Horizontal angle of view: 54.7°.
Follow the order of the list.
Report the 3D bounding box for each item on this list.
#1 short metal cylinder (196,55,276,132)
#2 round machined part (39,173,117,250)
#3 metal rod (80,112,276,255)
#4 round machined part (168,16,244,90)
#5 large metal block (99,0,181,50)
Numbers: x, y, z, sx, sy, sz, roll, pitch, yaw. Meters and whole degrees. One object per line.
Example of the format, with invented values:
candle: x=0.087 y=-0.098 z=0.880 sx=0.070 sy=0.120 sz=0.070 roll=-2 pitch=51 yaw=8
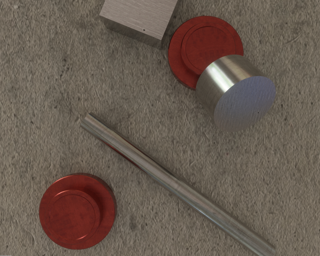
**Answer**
short metal cylinder: x=0.091 y=-0.042 z=0.377 sx=0.081 sy=0.050 sz=0.079 roll=-14 pitch=134 yaw=-14
round machined part: x=-0.108 y=0.110 z=0.401 sx=0.099 sy=0.042 sz=0.097 roll=0 pitch=90 yaw=0
metal rod: x=0.024 y=0.078 z=0.410 sx=0.301 sy=0.025 sz=0.025 roll=36 pitch=90 yaw=0
round machined part: x=0.060 y=-0.098 z=0.402 sx=0.099 sy=0.042 sz=0.097 roll=0 pitch=90 yaw=0
large metal block: x=-0.021 y=-0.158 z=0.397 sx=0.080 sy=0.050 sz=0.080 roll=22 pitch=90 yaw=0
